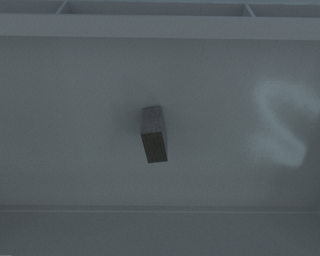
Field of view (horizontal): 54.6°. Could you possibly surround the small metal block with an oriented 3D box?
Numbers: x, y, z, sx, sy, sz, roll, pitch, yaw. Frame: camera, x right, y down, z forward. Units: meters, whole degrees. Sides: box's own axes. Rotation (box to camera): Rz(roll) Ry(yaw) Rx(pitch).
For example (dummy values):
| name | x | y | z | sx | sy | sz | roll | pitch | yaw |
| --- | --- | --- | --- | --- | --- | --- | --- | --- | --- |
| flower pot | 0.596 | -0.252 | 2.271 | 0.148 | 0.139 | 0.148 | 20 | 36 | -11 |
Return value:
| name | x | y | z | sx | sy | sz | roll | pitch | yaw |
| --- | --- | --- | --- | --- | --- | --- | --- | --- | --- |
| small metal block | -0.006 | 0.009 | 0.395 | 0.025 | 0.050 | 0.050 | -7 | 129 | 6 |
